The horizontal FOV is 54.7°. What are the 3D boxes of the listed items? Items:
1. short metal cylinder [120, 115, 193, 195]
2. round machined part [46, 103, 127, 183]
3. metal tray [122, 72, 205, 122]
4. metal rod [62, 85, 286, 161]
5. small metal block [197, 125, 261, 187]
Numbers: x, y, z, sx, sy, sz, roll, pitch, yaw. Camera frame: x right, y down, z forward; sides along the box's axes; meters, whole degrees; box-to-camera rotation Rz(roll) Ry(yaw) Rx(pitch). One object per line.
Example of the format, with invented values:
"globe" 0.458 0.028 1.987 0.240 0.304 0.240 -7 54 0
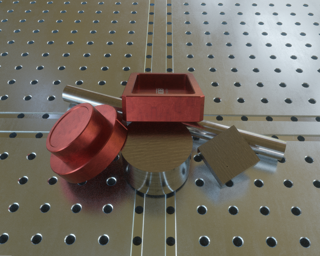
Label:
"short metal cylinder" -0.004 0.031 0.361 0.081 0.050 0.080 0 50 0
"round machined part" -0.089 0.010 0.352 0.098 0.042 0.098 -24 40 22
"metal tray" 0.003 -0.044 0.398 0.091 0.030 0.130 0 21 -1
"metal rod" 0.009 -0.011 0.412 0.301 0.025 0.025 15 52 12
"small metal block" 0.079 0.033 0.361 0.050 0.025 0.050 -32 72 -5
